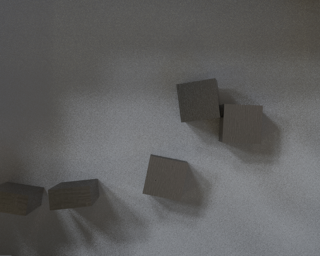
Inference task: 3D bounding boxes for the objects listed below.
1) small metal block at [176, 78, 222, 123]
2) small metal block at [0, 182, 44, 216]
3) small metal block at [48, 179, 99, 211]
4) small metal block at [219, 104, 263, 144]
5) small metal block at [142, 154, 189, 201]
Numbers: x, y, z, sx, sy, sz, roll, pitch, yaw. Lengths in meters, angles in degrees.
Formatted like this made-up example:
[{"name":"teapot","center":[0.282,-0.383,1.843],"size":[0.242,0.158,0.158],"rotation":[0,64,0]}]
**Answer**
[{"name":"small metal block","center":[0.052,-0.035,0.406],"size":[0.050,0.025,0.050],"rotation":[-7,90,15]},{"name":"small metal block","center":[-0.185,0.090,0.397],"size":[0.050,0.050,0.025],"rotation":[9,90,-1]},{"name":"small metal block","center":[-0.109,0.084,0.398],"size":[0.050,0.050,0.025],"rotation":[-6,90,-1]},{"name":"small metal block","center":[0.107,-0.005,0.413],"size":[0.050,0.025,0.050],"rotation":[3,90,-1]},{"name":"small metal block","center":[0.007,0.065,0.412],"size":[0.050,0.025,0.050],"rotation":[12,90,-1]}]
